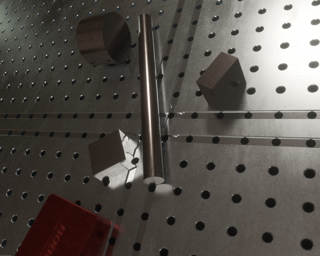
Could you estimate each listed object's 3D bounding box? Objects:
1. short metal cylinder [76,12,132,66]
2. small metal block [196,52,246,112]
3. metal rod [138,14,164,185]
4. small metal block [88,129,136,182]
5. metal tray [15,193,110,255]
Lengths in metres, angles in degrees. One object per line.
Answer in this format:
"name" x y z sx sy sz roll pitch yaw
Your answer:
"short metal cylinder" -0.090 -0.144 0.507 0.050 0.080 0.080 -1 62 28
"small metal block" 0.077 -0.057 0.386 0.025 0.050 0.050 34 81 38
"metal rod" -0.017 -0.062 0.453 0.025 0.025 0.299 -17 55 18
"small metal block" -0.066 0.037 0.418 0.050 0.025 0.050 -27 53 10
"metal tray" -0.128 0.156 0.375 0.090 0.030 0.130 14 69 33
